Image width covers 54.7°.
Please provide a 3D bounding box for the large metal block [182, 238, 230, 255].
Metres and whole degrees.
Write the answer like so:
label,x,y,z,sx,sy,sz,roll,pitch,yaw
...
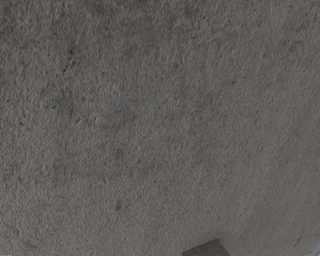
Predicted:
label,x,y,z,sx,sy,sz,roll,pitch,yaw
large metal block,0.089,0.276,0.610,0.081,0.050,0.079,-14,124,-21
